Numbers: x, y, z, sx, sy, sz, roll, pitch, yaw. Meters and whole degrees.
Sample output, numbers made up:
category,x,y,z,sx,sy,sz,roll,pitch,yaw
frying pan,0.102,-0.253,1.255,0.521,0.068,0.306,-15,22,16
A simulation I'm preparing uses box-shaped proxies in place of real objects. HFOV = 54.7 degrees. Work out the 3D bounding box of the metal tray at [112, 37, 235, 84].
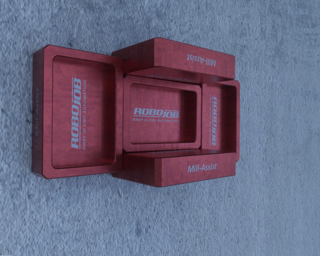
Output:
category,x,y,z,sx,sy,sz,roll,pitch,yaw
metal tray,0.018,-0.076,0.381,0.131,0.090,0.030,0,90,-40

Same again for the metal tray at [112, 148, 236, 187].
category,x,y,z,sx,sy,sz,roll,pitch,yaw
metal tray,0.019,0.044,0.380,0.131,0.090,0.030,0,90,-40

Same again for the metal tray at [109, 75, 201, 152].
category,x,y,z,sx,sy,sz,roll,pitch,yaw
metal tray,-0.002,-0.016,0.404,0.131,0.030,0.089,1,90,-40

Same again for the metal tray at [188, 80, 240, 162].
category,x,y,z,sx,sy,sz,roll,pitch,yaw
metal tray,0.084,-0.011,0.476,0.091,0.030,0.129,1,90,-40

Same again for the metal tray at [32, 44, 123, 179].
category,x,y,z,sx,sy,sz,roll,pitch,yaw
metal tray,-0.086,-0.015,0.332,0.091,0.030,0.129,1,90,-40
